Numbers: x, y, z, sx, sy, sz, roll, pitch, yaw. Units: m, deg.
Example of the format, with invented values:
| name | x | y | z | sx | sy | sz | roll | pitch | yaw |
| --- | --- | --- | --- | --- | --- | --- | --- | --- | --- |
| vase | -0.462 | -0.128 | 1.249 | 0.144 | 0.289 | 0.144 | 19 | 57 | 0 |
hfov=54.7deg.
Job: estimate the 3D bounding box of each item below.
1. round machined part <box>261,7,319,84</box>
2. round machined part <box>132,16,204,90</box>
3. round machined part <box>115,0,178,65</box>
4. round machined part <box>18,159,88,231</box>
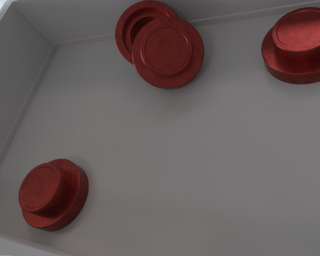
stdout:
| name | x | y | z | sx | sy | sz | roll | pitch | yaw |
| --- | --- | --- | --- | --- | --- | --- | --- | --- | --- |
| round machined part | 0.172 | -0.104 | 0.369 | 0.098 | 0.042 | 0.098 | -13 | 56 | 21 |
| round machined part | 0.011 | -0.103 | 0.420 | 0.099 | 0.042 | 0.097 | 0 | 92 | 5 |
| round machined part | -0.014 | -0.136 | 0.468 | 0.098 | 0.042 | 0.097 | 0 | 88 | 8 |
| round machined part | -0.151 | 0.086 | 0.421 | 0.098 | 0.042 | 0.098 | -13 | 56 | 21 |
